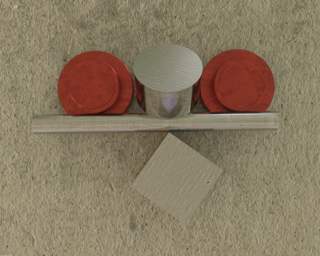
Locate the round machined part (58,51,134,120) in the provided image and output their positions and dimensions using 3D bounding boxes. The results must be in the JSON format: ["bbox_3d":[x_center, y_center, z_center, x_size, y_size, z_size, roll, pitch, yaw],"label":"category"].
[{"bbox_3d":[-0.084,-0.052,0.401,0.099,0.042,0.097,0,90,0],"label":"round machined part"}]

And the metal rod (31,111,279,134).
[{"bbox_3d":[-0.005,-0.007,0.390,0.302,0.025,0.025,-1,90,0],"label":"metal rod"}]

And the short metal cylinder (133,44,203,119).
[{"bbox_3d":[0.010,-0.057,0.380,0.080,0.050,0.080,0,55,0],"label":"short metal cylinder"}]

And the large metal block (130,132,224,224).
[{"bbox_3d":[0.021,0.060,0.397,0.080,0.050,0.080,35,90,0],"label":"large metal block"}]

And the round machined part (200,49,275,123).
[{"bbox_3d":[0.101,-0.054,0.404,0.099,0.042,0.097,0,90,0],"label":"round machined part"}]
